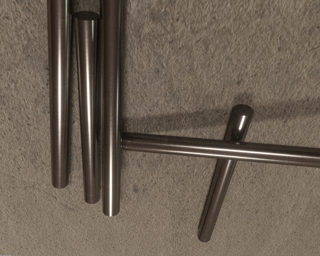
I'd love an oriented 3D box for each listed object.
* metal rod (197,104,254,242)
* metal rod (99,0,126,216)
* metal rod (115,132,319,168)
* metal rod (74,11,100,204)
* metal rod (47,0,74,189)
[{"bbox_3d":[0.094,0.090,0.485,0.025,0.025,0.298,3,130,-3],"label":"metal rod"},{"bbox_3d":[-0.058,-0.006,0.374,0.025,0.025,0.298,4,122,-4],"label":"metal rod"},{"bbox_3d":[0.079,0.028,0.402,0.302,0.025,0.025,5,131,7],"label":"metal rod"},{"bbox_3d":[-0.091,0.000,0.405,0.025,0.025,0.298,5,130,-5],"label":"metal rod"},{"bbox_3d":[-0.122,-0.028,0.381,0.025,0.025,0.298,9,130,-8],"label":"metal rod"}]
